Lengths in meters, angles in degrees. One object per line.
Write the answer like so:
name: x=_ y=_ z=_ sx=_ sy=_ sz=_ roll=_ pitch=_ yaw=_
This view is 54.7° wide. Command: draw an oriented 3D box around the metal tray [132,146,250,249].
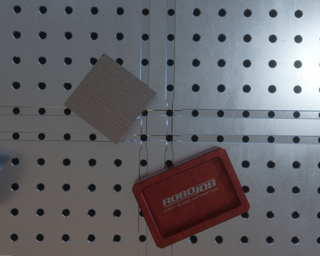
metal tray: x=0.040 y=0.090 z=0.411 sx=0.131 sy=0.030 sz=0.090 roll=-23 pitch=90 yaw=0

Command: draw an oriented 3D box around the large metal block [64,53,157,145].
large metal block: x=-0.060 y=-0.036 z=0.400 sx=0.080 sy=0.050 sz=0.080 roll=38 pitch=90 yaw=0
